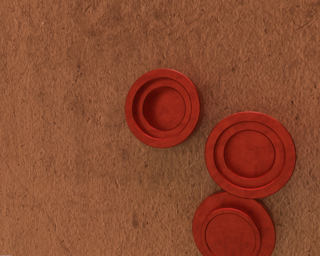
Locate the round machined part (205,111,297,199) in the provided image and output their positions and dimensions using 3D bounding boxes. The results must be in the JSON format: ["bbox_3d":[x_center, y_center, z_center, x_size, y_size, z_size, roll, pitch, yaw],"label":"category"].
[{"bbox_3d":[0.105,0.030,0.363,0.098,0.042,0.097,0,90,20],"label":"round machined part"}]

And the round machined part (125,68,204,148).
[{"bbox_3d":[0.008,-0.024,0.397,0.098,0.042,0.097,0,90,20],"label":"round machined part"}]

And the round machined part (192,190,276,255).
[{"bbox_3d":[0.086,0.124,0.369,0.098,0.042,0.097,0,90,20],"label":"round machined part"}]
